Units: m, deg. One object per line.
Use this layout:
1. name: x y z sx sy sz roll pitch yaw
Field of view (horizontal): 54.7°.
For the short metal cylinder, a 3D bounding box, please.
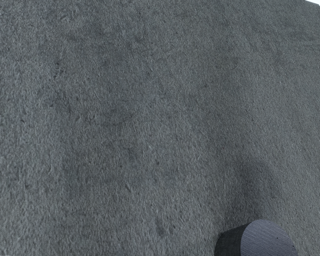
1. short metal cylinder: 0.110 0.151 0.355 0.081 0.050 0.080 14 56 -21
